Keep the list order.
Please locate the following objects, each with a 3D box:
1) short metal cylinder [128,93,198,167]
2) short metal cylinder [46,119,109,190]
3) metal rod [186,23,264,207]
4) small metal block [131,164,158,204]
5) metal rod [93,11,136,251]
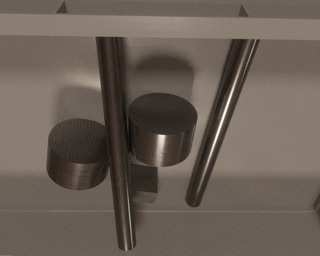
[{"bbox_3d":[0.001,0.001,0.374,0.081,0.080,0.050,4,130,-4],"label":"short metal cylinder"},{"bbox_3d":[-0.103,0.033,0.399,0.081,0.080,0.050,12,129,-11],"label":"short metal cylinder"},{"bbox_3d":[0.075,0.008,0.417,0.025,0.025,0.298,6,130,-5],"label":"metal rod"},{"bbox_3d":[-0.031,0.082,0.462,0.050,0.050,0.025,9,130,-8],"label":"small metal block"},{"bbox_3d":[-0.050,0.021,0.366,0.025,0.025,0.298,-2,112,1],"label":"metal rod"}]
